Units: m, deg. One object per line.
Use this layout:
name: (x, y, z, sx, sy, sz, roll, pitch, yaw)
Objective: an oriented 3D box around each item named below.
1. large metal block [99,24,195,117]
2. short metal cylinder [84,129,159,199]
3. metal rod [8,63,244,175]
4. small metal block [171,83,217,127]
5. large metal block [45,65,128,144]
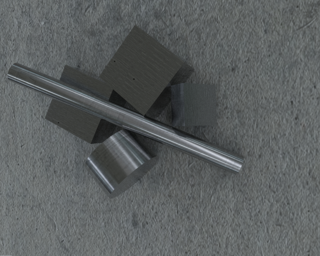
large metal block: (-0.016, -0.071, 0.400, 0.080, 0.050, 0.080, 41, 103, 15)
short metal cylinder: (-0.048, 0.045, 0.397, 0.080, 0.080, 0.050, -46, 76, 14)
metal rod: (-0.043, -0.012, 0.381, 0.301, 0.025, 0.025, 22, 98, 2)
small metal block: (0.042, -0.027, 0.380, 0.025, 0.050, 0.050, -2, 89, 56)
large metal block: (-0.100, -0.032, 0.432, 0.080, 0.050, 0.080, 26, 99, 18)
